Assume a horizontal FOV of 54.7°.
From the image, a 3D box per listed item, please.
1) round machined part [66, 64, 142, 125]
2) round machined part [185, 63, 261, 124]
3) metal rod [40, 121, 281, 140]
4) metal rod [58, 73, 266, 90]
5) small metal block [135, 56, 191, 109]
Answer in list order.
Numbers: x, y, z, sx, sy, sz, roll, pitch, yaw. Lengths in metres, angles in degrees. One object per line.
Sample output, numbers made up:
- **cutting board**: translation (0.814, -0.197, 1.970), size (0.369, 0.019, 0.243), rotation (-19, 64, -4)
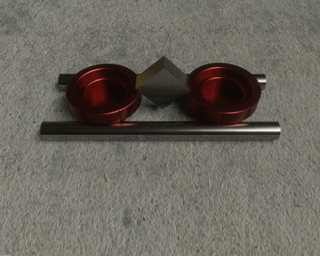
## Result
- **round machined part**: translation (-0.074, -0.040, 0.421), size (0.099, 0.042, 0.098), rotation (0, 50, 0)
- **round machined part**: translation (0.083, -0.042, 0.423), size (0.099, 0.042, 0.098), rotation (0, 50, 0)
- **metal rod**: translation (0.001, 0.003, 0.401), size (0.302, 0.025, 0.025), rotation (0, 50, 0)
- **metal rod**: translation (0.004, -0.069, 0.462), size (0.302, 0.025, 0.025), rotation (0, 50, 0)
- **small metal block**: translation (0.004, -0.058, 0.403), size (0.050, 0.050, 0.025), rotation (-31, 40, 31)
